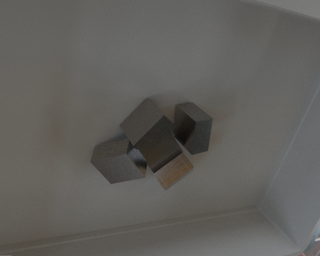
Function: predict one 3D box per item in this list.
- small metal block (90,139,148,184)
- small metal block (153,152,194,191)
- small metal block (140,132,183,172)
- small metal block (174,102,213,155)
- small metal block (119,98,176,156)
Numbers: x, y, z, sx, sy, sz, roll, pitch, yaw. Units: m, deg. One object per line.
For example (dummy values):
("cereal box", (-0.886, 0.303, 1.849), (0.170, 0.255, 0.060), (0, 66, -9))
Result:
("small metal block", (-0.051, 0.043, 0.392), (0.050, 0.025, 0.050), (-14, 133, 20))
("small metal block", (0.020, 0.063, 0.442), (0.050, 0.025, 0.050), (-36, 166, -5))
("small metal block", (-0.004, 0.026, 0.421), (0.050, 0.025, 0.050), (-36, 130, -4))
("small metal block", (0.043, 0.000, 0.415), (0.025, 0.050, 0.050), (-12, 123, -24))
("small metal block", (-0.016, -0.002, 0.381), (0.050, 0.050, 0.025), (-45, 129, 3))
